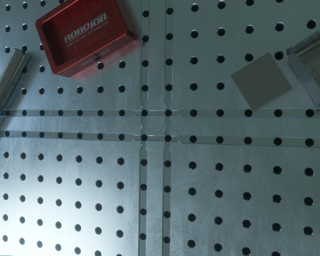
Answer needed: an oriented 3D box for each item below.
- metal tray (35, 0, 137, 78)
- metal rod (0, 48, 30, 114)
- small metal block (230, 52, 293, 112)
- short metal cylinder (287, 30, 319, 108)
[{"bbox_3d":[-0.109,-0.141,0.446,0.130,0.030,0.090,-24,82,18],"label":"metal tray"},{"bbox_3d":[-0.296,0.004,0.514,0.025,0.025,0.299,36,101,16],"label":"metal rod"},{"bbox_3d":[0.121,-0.054,0.370,0.050,0.025,0.050,-32,80,17],"label":"small metal block"},{"bbox_3d":[0.176,-0.062,0.321,0.050,0.080,0.080,-31,80,17],"label":"short metal cylinder"}]
